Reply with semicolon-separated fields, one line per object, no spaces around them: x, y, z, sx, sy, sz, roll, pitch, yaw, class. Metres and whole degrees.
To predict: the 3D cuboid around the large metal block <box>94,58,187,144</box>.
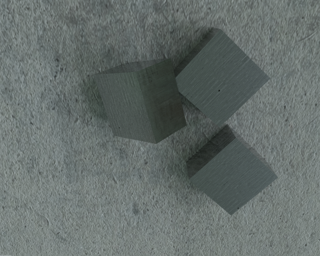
-0.023;-0.033;0.361;0.050;0.080;0.080;-30;115;-36;large metal block

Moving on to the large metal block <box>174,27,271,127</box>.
0.068;-0.062;0.374;0.080;0.050;0.080;40;105;-14;large metal block

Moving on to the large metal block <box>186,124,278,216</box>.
0.094;0.056;0.418;0.080;0.050;0.080;42;105;-14;large metal block
